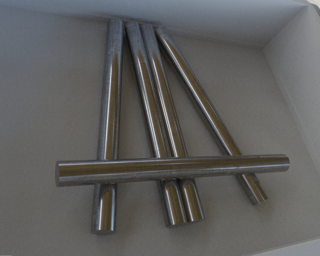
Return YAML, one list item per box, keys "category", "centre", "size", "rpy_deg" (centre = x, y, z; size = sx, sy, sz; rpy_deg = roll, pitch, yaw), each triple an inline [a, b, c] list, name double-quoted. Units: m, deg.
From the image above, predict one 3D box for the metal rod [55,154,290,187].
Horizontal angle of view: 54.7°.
- category: "metal rod"
  centre: [0.037, 0.046, 0.362]
  size: [0.303, 0.025, 0.025]
  rpy_deg: [1, 61, -28]

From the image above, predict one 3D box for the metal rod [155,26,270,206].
- category: "metal rod"
  centre: [0.068, -0.028, 0.457]
  size: [0.025, 0.025, 0.299]
  rpy_deg: [-17, 71, -35]

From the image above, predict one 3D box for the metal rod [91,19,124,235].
- category: "metal rod"
  centre: [-0.061, -0.024, 0.386]
  size: [0.025, 0.025, 0.299]
  rpy_deg: [12, 57, -22]

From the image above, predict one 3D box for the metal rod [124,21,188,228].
- category: "metal rod"
  centre: [-0.012, -0.022, 0.411]
  size: [0.025, 0.025, 0.299]
  rpy_deg: [1, 61, -28]

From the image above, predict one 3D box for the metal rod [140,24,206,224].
- category: "metal rod"
  centre: [0.009, -0.023, 0.423]
  size: [0.025, 0.025, 0.299]
  rpy_deg: [1, 61, -28]
